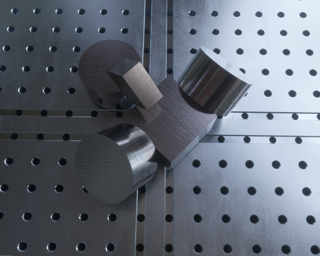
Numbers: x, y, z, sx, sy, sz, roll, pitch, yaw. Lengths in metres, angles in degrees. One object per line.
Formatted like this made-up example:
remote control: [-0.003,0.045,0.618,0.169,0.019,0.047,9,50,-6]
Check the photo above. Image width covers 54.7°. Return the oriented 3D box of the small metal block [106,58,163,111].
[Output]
small metal block: [-0.030,-0.052,0.361,0.025,0.050,0.050,-43,32,-12]

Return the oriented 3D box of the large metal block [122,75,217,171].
large metal block: [0.012,-0.005,0.394,0.080,0.050,0.080,43,75,14]

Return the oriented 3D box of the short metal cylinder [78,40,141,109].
short metal cylinder: [-0.064,-0.072,0.421,0.081,0.050,0.080,0,70,0]

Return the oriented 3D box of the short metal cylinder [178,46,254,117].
short metal cylinder: [0.070,-0.059,0.393,0.080,0.080,0.050,41,114,13]

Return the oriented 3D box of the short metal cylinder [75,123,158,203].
short metal cylinder: [-0.050,0.039,0.358,0.080,0.050,0.079,9,108,28]
